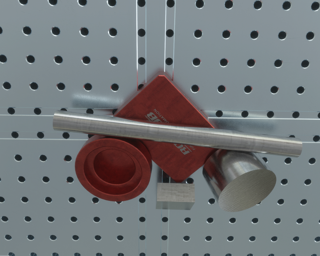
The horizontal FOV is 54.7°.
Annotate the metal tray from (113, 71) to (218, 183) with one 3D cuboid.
[{"bbox_3d":[0.014,0.001,0.413,0.090,0.030,0.130,-42,106,13],"label":"metal tray"}]

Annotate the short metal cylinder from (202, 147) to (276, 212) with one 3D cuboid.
[{"bbox_3d":[0.103,0.065,0.409,0.081,0.050,0.079,-11,131,-13],"label":"short metal cylinder"}]

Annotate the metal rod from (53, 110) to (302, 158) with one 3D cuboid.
[{"bbox_3d":[0.024,0.008,0.383,0.302,0.025,0.025,7,110,-3],"label":"metal rod"}]

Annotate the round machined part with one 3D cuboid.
[{"bbox_3d":[-0.059,0.047,0.416,0.099,0.042,0.097,2,116,4],"label":"round machined part"}]

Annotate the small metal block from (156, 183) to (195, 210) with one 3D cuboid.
[{"bbox_3d":[0.020,0.097,0.435,0.050,0.025,0.050,2,153,-2],"label":"small metal block"}]
